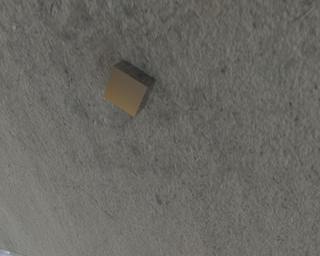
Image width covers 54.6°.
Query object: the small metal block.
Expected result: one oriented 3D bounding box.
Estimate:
[{"bbox_3d":[-0.039,-0.051,0.397,0.050,0.025,0.050,33,129,6],"label":"small metal block"}]
